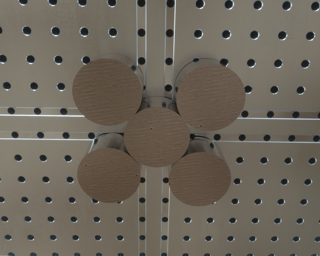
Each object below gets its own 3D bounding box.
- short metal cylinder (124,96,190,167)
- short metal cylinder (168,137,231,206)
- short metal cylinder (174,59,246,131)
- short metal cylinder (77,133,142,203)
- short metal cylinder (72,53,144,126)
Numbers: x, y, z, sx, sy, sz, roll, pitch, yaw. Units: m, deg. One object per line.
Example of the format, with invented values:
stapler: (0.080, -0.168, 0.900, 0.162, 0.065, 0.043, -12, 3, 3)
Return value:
short metal cylinder: (-0.004, 0.004, 0.401, 0.081, 0.050, 0.079, 0, 110, -1)
short metal cylinder: (0.051, 0.058, 0.422, 0.081, 0.050, 0.079, 0, 110, -1)
short metal cylinder: (0.059, -0.042, 0.383, 0.081, 0.050, 0.079, 0, 110, -1)
short metal cylinder: (-0.065, 0.053, 0.418, 0.081, 0.050, 0.079, 0, 110, -1)
short metal cylinder: (-0.061, -0.049, 0.381, 0.081, 0.050, 0.079, 0, 110, -1)
